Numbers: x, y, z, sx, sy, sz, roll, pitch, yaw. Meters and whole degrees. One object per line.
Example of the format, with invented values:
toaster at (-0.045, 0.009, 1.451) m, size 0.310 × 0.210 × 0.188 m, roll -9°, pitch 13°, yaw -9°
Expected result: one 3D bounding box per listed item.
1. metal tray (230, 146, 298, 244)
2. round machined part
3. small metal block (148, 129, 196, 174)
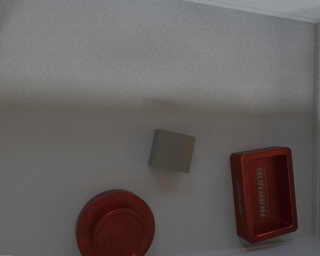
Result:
metal tray at (0.158, 0.097, 0.468) m, size 0.091 × 0.030 × 0.129 m, roll -7°, pitch 93°, yaw -20°
round machined part at (-0.052, 0.129, 0.383) m, size 0.099 × 0.042 × 0.097 m, roll 0°, pitch 90°, yaw -21°
small metal block at (0.016, 0.031, 0.418) m, size 0.050 × 0.025 × 0.050 m, roll 13°, pitch 86°, yaw -20°
